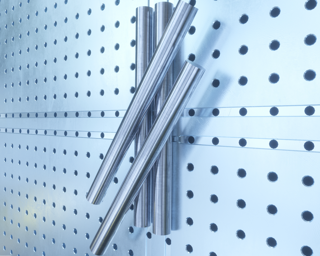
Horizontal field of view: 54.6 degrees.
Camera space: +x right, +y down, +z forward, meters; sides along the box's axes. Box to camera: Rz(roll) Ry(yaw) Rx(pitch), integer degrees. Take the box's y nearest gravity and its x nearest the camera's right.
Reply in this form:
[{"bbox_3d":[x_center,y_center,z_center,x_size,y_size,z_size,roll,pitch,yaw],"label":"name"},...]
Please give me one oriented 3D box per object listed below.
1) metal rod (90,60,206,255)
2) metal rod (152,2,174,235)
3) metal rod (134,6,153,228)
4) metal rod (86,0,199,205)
[{"bbox_3d":[-0.025,0.053,0.399,0.025,0.025,0.298,42,115,32],"label":"metal rod"},{"bbox_3d":[0.004,-0.012,0.408,0.025,0.025,0.298,1,91,40],"label":"metal rod"},{"bbox_3d":[-0.023,-0.015,0.430,0.025,0.025,0.298,1,91,40],"label":"metal rod"},{"bbox_3d":[-0.032,-0.018,0.405,0.025,0.025,0.298,42,115,32],"label":"metal rod"}]
